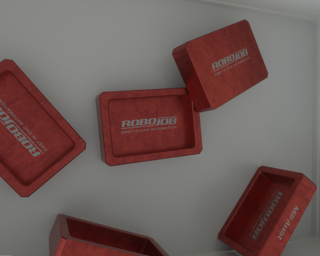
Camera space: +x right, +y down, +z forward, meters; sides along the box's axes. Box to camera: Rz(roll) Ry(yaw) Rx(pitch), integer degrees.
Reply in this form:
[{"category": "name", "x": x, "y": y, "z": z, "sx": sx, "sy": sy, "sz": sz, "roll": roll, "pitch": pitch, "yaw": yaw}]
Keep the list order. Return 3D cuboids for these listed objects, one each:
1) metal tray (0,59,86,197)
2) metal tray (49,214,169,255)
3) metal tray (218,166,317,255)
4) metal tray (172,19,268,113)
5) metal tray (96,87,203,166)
[{"category": "metal tray", "x": -0.160, "y": 0.001, "z": 0.348, "sx": 0.090, "sy": 0.030, "sz": 0.130, "roll": -42, "pitch": 104, "yaw": -15}, {"category": "metal tray", "x": -0.057, "y": 0.141, "z": 0.355, "sx": 0.131, "sy": 0.090, "sz": 0.030, "roll": 22, "pitch": 83, "yaw": -19}, {"category": "metal tray", "x": 0.146, "y": 0.119, "z": 0.431, "sx": 0.030, "sy": 0.090, "sz": 0.130, "roll": 39, "pitch": 77, "yaw": -16}, {"category": "metal tray", "x": 0.087, "y": -0.087, "z": 0.424, "sx": 0.131, "sy": 0.030, "sz": 0.090, "roll": -30, "pitch": 101, "yaw": -33}, {"category": "metal tray", "x": -0.012, "y": -0.004, "z": 0.404, "sx": 0.131, "sy": 0.030, "sz": 0.089, "roll": -6, "pitch": 92, "yaw": -20}]
